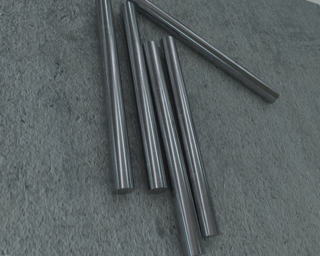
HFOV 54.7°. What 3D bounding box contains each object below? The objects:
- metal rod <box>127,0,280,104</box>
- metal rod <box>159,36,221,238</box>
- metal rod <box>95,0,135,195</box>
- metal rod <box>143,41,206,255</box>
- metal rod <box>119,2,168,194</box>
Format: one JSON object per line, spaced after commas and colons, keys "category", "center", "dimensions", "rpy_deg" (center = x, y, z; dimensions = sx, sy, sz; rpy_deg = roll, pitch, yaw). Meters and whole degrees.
{"category": "metal rod", "center": [0.077, -0.134, 0.526], "dimensions": [0.301, 0.025, 0.025], "rpy_deg": [33, 51, -7]}
{"category": "metal rod", "center": [0.034, -0.006, 0.425], "dimensions": [0.025, 0.025, 0.299], "rpy_deg": [4, 60, -26]}
{"category": "metal rod", "center": [-0.063, -0.062, 0.407], "dimensions": [0.025, 0.025, 0.299], "rpy_deg": [4, 60, -26]}
{"category": "metal rod", "center": [0.011, 0.008, 0.404], "dimensions": [0.025, 0.025, 0.299], "rpy_deg": [3, 60, -27]}
{"category": "metal rod", "center": [-0.027, -0.059, 0.424], "dimensions": [0.025, 0.025, 0.299], "rpy_deg": [4, 60, -26]}
